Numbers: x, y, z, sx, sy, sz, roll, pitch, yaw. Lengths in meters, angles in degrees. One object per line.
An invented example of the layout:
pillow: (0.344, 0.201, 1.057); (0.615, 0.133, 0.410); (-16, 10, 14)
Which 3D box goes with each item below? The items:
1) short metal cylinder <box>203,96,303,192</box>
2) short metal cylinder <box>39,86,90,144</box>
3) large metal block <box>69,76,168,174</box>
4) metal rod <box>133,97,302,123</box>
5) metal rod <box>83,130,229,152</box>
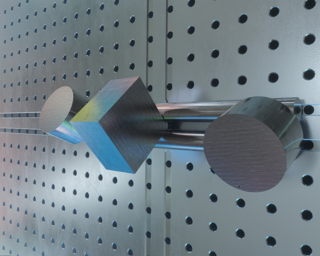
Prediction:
short metal cylinder: (0.090, 0.015, 0.301); (0.080, 0.050, 0.079); (19, 124, 32)
short metal cylinder: (-0.146, -0.020, 0.495); (0.080, 0.050, 0.080); (-19, 56, 31)
large metal block: (-0.045, -0.004, 0.372); (0.050, 0.080, 0.080); (1, 133, 40)
metal rod: (0.017, -0.020, 0.394); (0.300, 0.025, 0.025); (1, 91, 40)
metal rod: (-0.040, 0.014, 0.441); (0.300, 0.025, 0.025); (1, 91, 40)
